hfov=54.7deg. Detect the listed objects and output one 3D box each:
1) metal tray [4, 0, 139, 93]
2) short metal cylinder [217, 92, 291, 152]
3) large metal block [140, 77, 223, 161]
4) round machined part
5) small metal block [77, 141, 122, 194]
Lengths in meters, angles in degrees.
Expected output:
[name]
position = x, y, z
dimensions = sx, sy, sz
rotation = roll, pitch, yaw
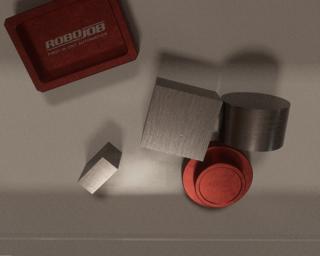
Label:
[metal tray]
position = -0.101, -0.106, 0.368
dimensions = 0.131, 0.030, 0.090
rotation = -18, 110, 6
[short metal cylinder]
position = 0.113, -0.010, 0.380
dimensions = 0.081, 0.080, 0.050
rotation = 1, 110, -1
[large metal block]
position = 0.025, -0.012, 0.393
dimensions = 0.081, 0.050, 0.079
rotation = 14, 110, -5
[round machined part]
position = 0.080, 0.070, 0.429
dimensions = 0.099, 0.042, 0.097
rotation = 0, 110, -1
[small metal block]
position = -0.080, 0.052, 0.416
dimensions = 0.025, 0.050, 0.050
rotation = 42, 104, -14
